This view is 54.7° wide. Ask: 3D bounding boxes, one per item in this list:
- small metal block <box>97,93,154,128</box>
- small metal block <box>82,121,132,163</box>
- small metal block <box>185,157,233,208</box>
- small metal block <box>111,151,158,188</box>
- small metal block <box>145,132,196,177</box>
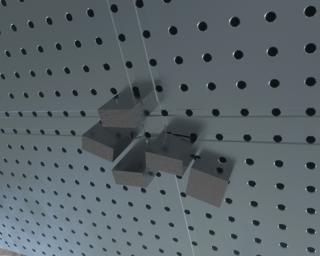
[{"bbox_3d":[-0.043,-0.024,0.402,0.050,0.050,0.025,2,119,27],"label":"small metal block"},{"bbox_3d":[-0.076,0.017,0.443,0.050,0.050,0.025,22,126,15],"label":"small metal block"},{"bbox_3d":[0.066,0.074,0.422,0.050,0.025,0.050,19,126,16],"label":"small metal block"},{"bbox_3d":[-0.033,0.058,0.447,0.050,0.050,0.025,1,119,27],"label":"small metal block"},{"bbox_3d":[0.015,0.033,0.406,0.050,0.050,0.025,12,124,21],"label":"small metal block"}]
